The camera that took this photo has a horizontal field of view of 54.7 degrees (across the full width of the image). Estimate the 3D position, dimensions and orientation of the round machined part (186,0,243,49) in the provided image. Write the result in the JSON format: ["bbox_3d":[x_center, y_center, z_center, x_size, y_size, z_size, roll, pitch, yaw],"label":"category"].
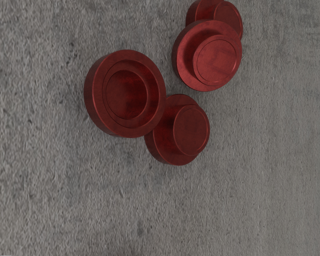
[{"bbox_3d":[0.088,-0.151,0.467,0.099,0.042,0.097,0,90,-40],"label":"round machined part"}]

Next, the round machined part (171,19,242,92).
[{"bbox_3d":[0.069,-0.095,0.422,0.099,0.042,0.097,-8,117,-15],"label":"round machined part"}]

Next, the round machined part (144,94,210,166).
[{"bbox_3d":[0.030,0.002,0.418,0.099,0.042,0.097,0,90,-40],"label":"round machined part"}]

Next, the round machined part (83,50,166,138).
[{"bbox_3d":[-0.043,-0.037,0.357,0.099,0.042,0.097,0,90,-40],"label":"round machined part"}]
